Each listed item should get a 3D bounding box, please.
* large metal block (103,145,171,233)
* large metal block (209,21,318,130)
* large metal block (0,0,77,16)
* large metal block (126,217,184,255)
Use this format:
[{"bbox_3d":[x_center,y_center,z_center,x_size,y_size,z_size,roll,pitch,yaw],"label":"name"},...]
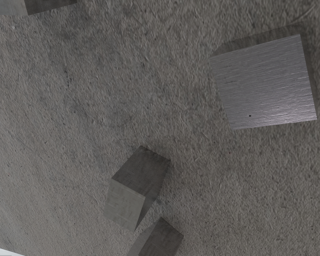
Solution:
[{"bbox_3d":[-0.032,0.085,0.441,0.050,0.080,0.079,26,128,12],"label":"large metal block"},{"bbox_3d":[0.104,-0.049,0.305,0.080,0.050,0.080,-9,114,32],"label":"large metal block"},{"bbox_3d":[-0.157,-0.163,0.354,0.080,0.080,0.050,10,123,23],"label":"large metal block"},{"bbox_3d":[-0.016,0.206,0.507,0.050,0.080,0.080,40,129,1],"label":"large metal block"}]
